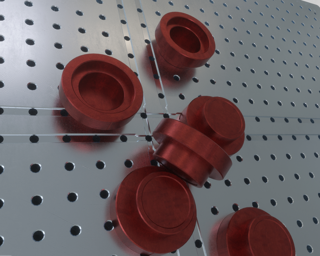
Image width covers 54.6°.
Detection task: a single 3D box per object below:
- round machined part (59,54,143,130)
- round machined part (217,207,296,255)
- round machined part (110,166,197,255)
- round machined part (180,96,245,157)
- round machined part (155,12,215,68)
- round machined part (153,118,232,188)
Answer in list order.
[{"bbox_3d":[-0.074,-0.040,0.382,0.099,0.042,0.098,13,56,-21],"label":"round machined part"},{"bbox_3d":[0.122,0.144,0.375,0.099,0.042,0.098,13,56,-21],"label":"round machined part"},{"bbox_3d":[-0.001,0.087,0.343,0.099,0.042,0.098,13,56,-21],"label":"round machined part"},{"bbox_3d":[0.082,-0.006,0.444,0.099,0.042,0.098,13,56,-21],"label":"round machined part"},{"bbox_3d":[0.036,-0.136,0.499,0.099,0.042,0.098,13,56,-21],"label":"round machined part"},{"bbox_3d":[0.031,0.034,0.364,0.098,0.098,0.042,36,77,-4],"label":"round machined part"}]
